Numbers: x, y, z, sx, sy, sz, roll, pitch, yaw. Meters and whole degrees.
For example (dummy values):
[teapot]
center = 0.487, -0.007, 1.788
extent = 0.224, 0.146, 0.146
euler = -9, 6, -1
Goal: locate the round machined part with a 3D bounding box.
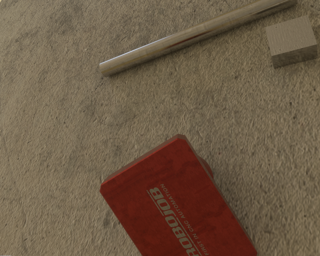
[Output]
[round machined part]
center = 0.005, 0.064, 0.331
extent = 0.098, 0.042, 0.098
euler = -30, 41, 31

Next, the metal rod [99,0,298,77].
[metal rod]
center = 0.045, -0.137, 0.463
extent = 0.301, 0.025, 0.025
euler = -17, 55, 18

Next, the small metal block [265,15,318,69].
[small metal block]
center = 0.162, -0.106, 0.384
extent = 0.050, 0.025, 0.050
euler = -12, 57, 21

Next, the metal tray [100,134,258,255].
[metal tray]
center = 0.017, 0.082, 0.290
extent = 0.090, 0.030, 0.130
euler = -32, 93, 7
